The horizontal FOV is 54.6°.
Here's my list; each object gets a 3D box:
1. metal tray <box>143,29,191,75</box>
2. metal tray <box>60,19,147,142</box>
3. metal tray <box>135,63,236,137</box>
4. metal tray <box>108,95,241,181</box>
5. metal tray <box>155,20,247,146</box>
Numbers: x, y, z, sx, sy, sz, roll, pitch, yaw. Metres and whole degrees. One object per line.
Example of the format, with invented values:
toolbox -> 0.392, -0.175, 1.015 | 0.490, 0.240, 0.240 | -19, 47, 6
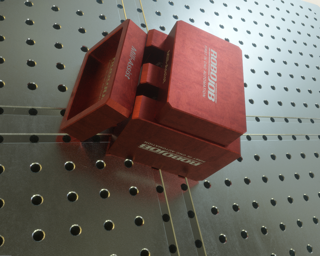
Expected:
metal tray -> 0.028, -0.070, 0.422 | 0.131, 0.090, 0.030 | 19, 55, -17
metal tray -> -0.064, -0.057, 0.363 | 0.030, 0.090, 0.130 | 35, 47, -34
metal tray -> 0.021, -0.021, 0.389 | 0.131, 0.090, 0.030 | 19, 53, -19
metal tray -> 0.016, 0.018, 0.363 | 0.131, 0.090, 0.030 | 19, 55, -17
metal tray -> 0.048, -0.053, 0.346 | 0.091, 0.030, 0.130 | 19, 54, -17
